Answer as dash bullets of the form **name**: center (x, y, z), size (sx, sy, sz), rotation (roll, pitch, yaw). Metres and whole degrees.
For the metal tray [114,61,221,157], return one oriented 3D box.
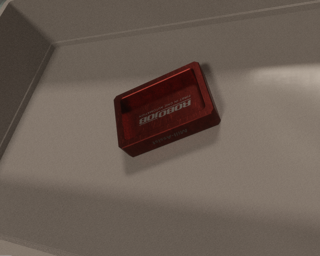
- **metal tray**: center (0.005, -0.025, 0.413), size (0.130, 0.030, 0.090), rotation (-22, 54, 14)
